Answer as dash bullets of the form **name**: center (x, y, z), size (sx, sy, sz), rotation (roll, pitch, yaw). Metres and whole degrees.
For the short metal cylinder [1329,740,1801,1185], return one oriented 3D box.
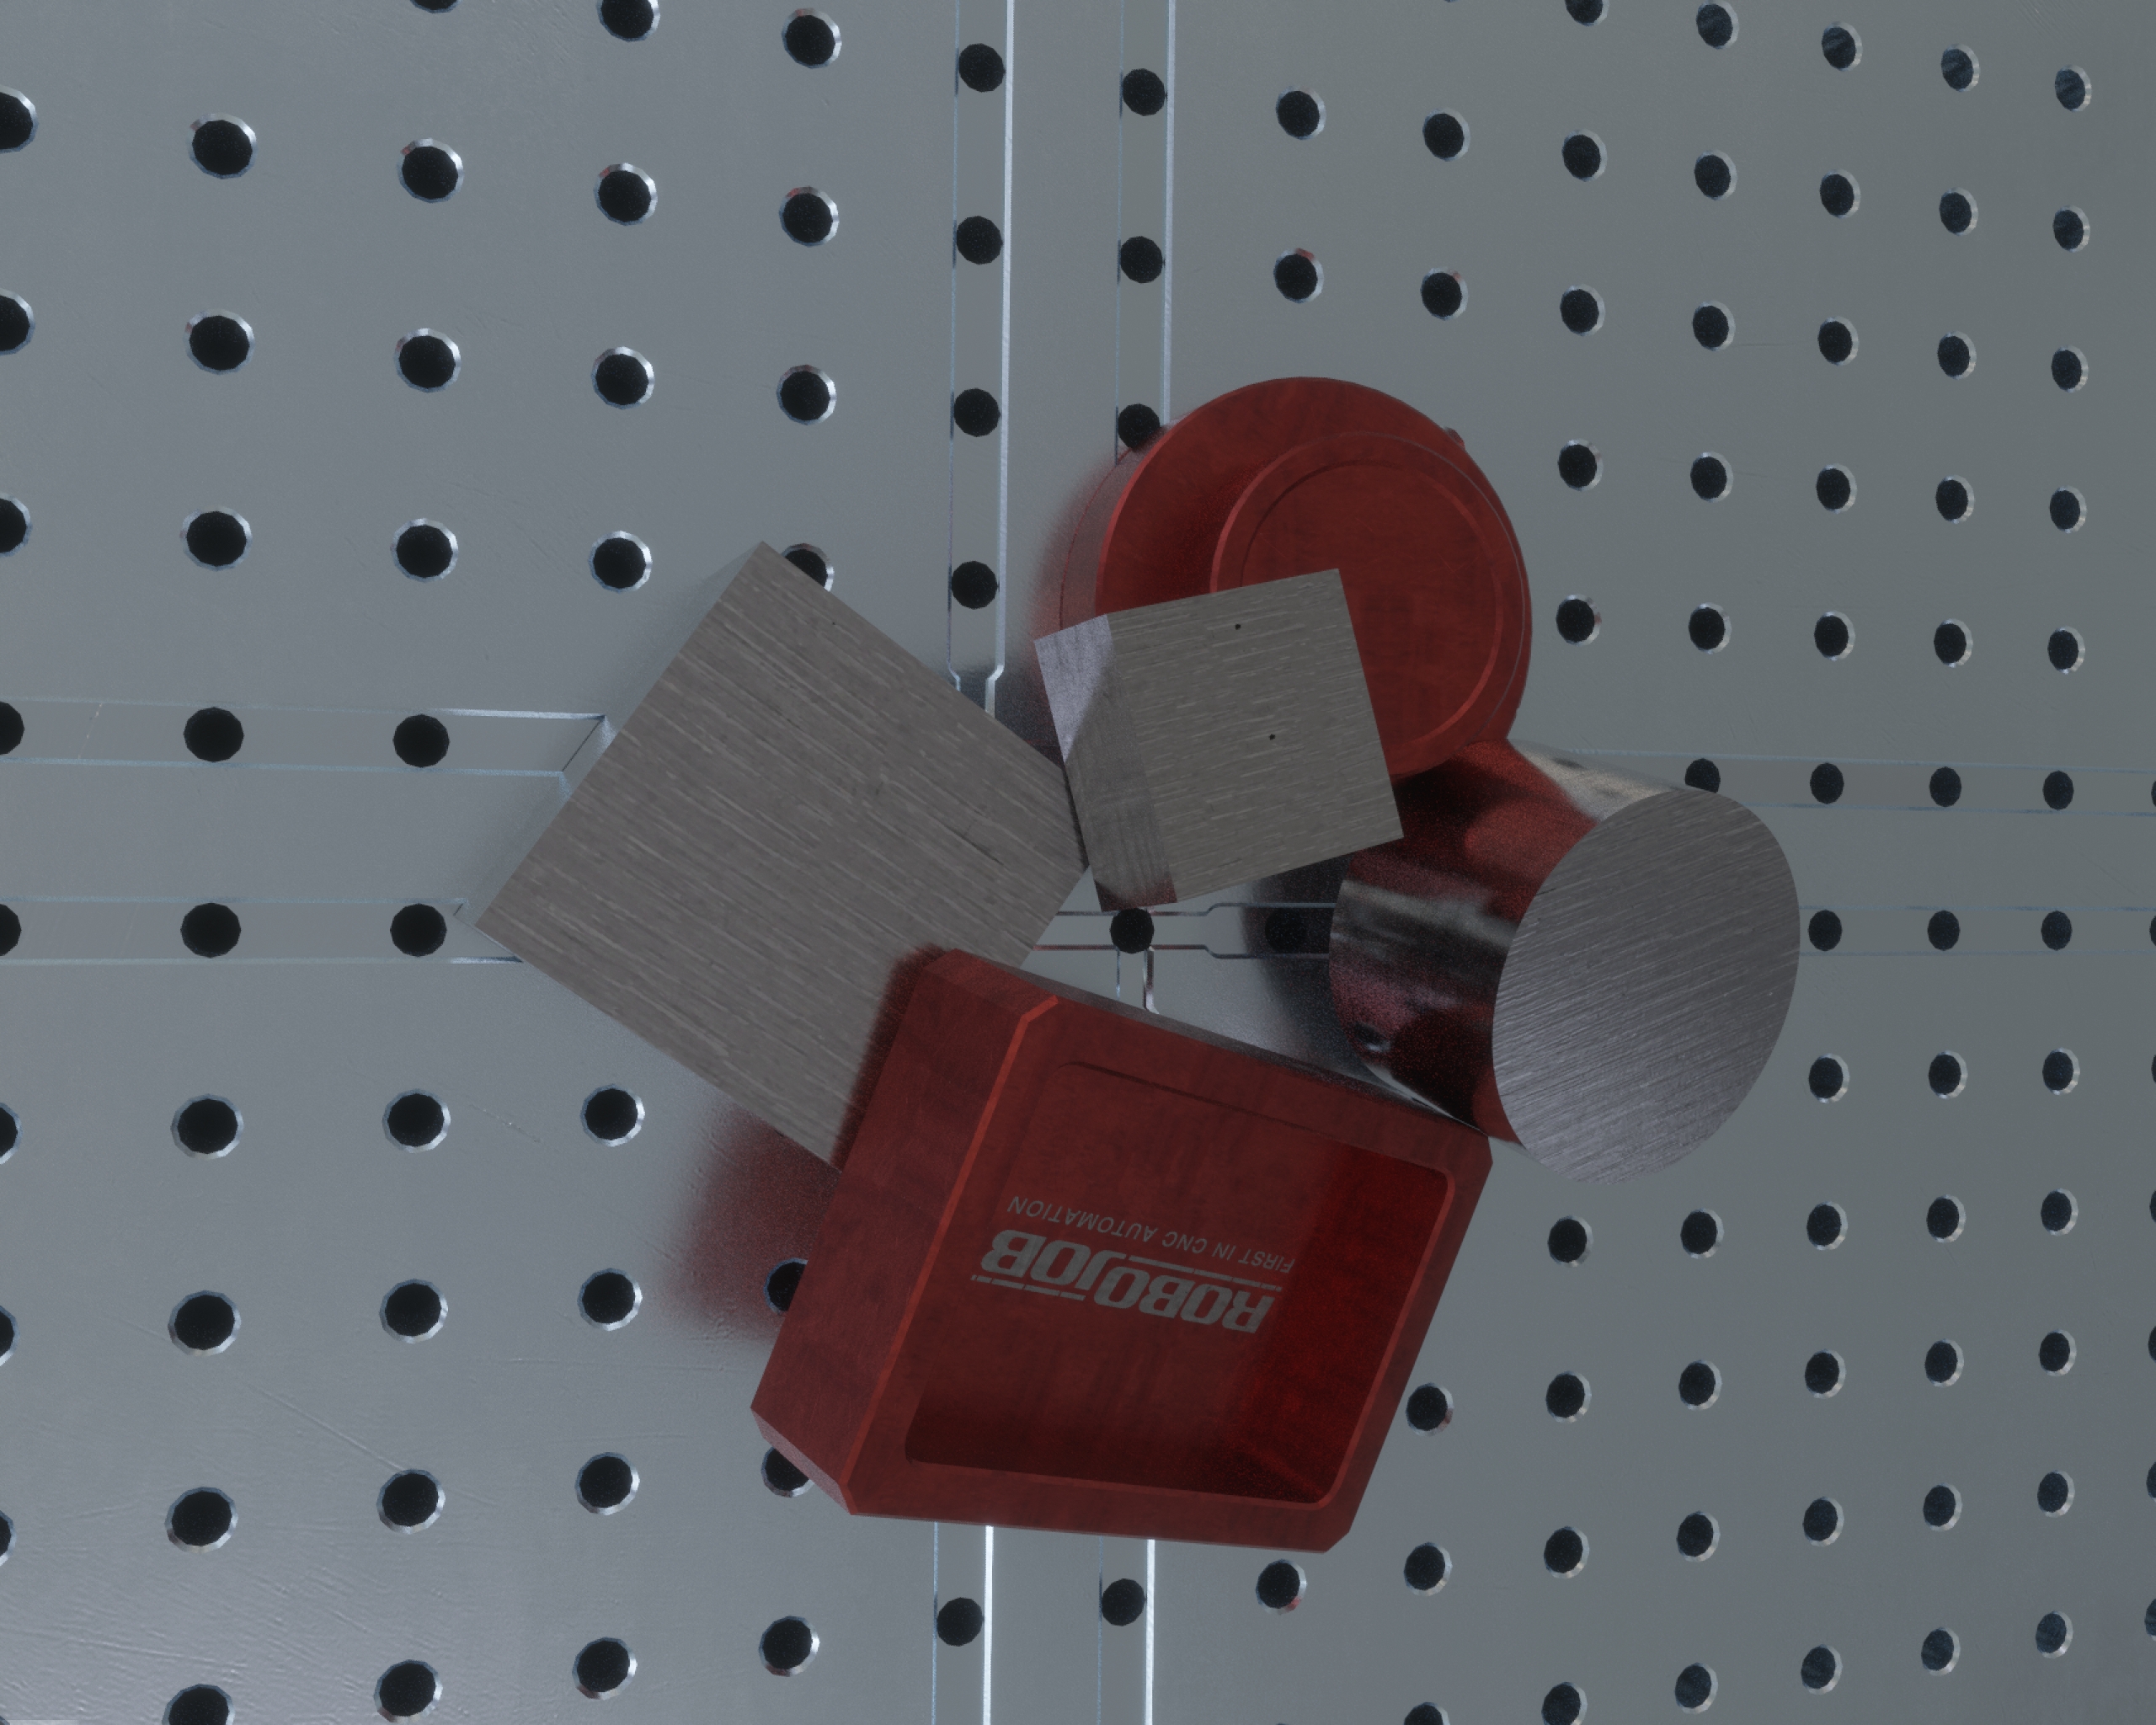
- **short metal cylinder**: center (0.099, 0.019, 0.424), size (0.081, 0.050, 0.079), rotation (-9, 109, -29)

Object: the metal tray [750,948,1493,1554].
- **metal tray**: center (0.014, 0.076, 0.385), size (0.131, 0.030, 0.090), rotation (21, 90, -41)

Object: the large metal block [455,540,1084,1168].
- **large metal block**: center (-0.053, 0.001, 0.380), size (0.080, 0.050, 0.080), rotation (37, 78, -16)

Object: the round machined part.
- **round machined part**: center (0.050, -0.050, 0.422), size (0.099, 0.042, 0.097), rotation (0, 90, -20)

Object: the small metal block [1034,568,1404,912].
- **small metal block**: center (0.025, -0.022, 0.373), size (0.050, 0.025, 0.050), rotation (-15, 92, -31)
